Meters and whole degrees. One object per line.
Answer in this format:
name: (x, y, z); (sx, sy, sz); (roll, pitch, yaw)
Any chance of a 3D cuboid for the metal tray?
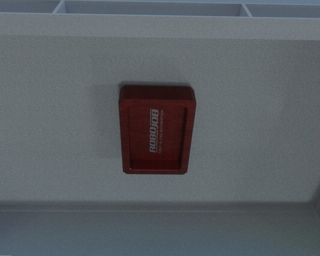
metal tray: (-0.005, 0.007, 0.408); (0.091, 0.030, 0.129); (1, 130, -2)
